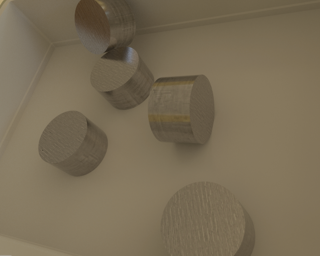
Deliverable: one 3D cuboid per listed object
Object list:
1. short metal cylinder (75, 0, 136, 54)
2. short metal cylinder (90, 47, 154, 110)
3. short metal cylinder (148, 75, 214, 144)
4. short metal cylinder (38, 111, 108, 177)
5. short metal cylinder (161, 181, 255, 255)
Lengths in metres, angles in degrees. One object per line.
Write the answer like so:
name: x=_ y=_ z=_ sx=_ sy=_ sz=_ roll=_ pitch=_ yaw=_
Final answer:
short metal cylinder: x=-0.083 y=-0.157 z=0.469 sx=0.080 sy=0.079 sz=0.050 roll=21 pitch=36 yaw=35
short metal cylinder: x=-0.056 y=-0.074 z=0.462 sx=0.080 sy=0.050 sz=0.080 roll=-13 pitch=57 yaw=21
short metal cylinder: x=0.028 y=-0.022 z=0.368 sx=0.050 sy=0.080 sz=0.080 roll=1 pitch=62 yaw=28
short metal cylinder: x=-0.122 y=0.022 z=0.438 sx=0.080 sy=0.050 sz=0.080 roll=-13 pitch=56 yaw=20
short metal cylinder: x=0.048 y=0.099 z=0.303 sx=0.080 sy=0.050 sz=0.080 roll=-13 pitch=56 yaw=20
